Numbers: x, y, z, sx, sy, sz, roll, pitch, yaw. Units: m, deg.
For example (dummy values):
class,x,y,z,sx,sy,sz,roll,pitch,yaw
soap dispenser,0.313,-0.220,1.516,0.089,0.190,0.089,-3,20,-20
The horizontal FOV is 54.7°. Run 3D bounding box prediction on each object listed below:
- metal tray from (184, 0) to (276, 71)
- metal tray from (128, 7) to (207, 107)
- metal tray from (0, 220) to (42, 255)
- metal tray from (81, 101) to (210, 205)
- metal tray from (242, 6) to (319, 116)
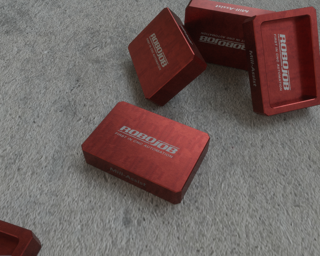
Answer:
class,x,y,z,sx,sy,sz,roll,pitch,yaw
metal tray,0.103,-0.142,0.480,0.131,0.089,0.030,15,49,12
metal tray,0.005,-0.106,0.454,0.090,0.030,0.130,-40,48,23
metal tray,-0.195,0.126,0.292,0.131,0.030,0.090,14,51,11
metal tray,-0.016,0.025,0.379,0.130,0.030,0.090,22,53,17
metal tray,0.166,-0.088,0.417,0.091,0.129,0.030,-12,11,-10
